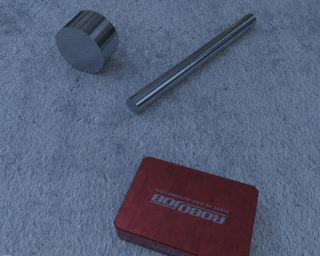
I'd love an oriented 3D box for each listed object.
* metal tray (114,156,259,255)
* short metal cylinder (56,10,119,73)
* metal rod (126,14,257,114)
[{"bbox_3d":[0.029,0.089,0.326,0.131,0.030,0.090,15,51,12],"label":"metal tray"},{"bbox_3d":[-0.111,-0.132,0.478,0.080,0.080,0.050,17,52,14],"label":"short metal cylinder"},{"bbox_3d":[0.064,-0.114,0.499,0.025,0.025,0.302,35,58,26],"label":"metal rod"}]
